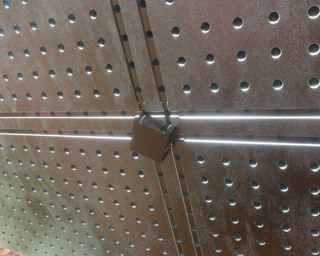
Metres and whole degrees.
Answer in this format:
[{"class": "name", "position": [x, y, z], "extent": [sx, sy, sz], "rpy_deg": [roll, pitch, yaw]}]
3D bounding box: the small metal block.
[{"class": "small metal block", "position": [-0.011, 0.014, 0.426], "extent": [0.050, 0.025, 0.050], "rpy_deg": [23, 127, 14]}]
